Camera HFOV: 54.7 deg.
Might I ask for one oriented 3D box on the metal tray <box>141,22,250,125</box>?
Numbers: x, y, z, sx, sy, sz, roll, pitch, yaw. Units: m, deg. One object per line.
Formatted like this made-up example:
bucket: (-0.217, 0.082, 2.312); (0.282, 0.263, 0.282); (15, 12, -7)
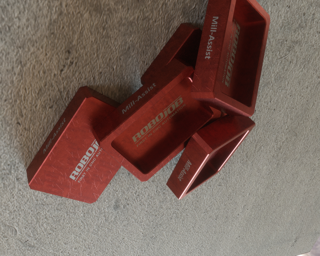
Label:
metal tray: (0.051, -0.059, 0.398); (0.131, 0.030, 0.090); (30, 101, -38)

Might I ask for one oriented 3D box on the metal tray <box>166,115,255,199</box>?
metal tray: (0.066, 0.038, 0.422); (0.091, 0.030, 0.129); (-27, 154, -32)

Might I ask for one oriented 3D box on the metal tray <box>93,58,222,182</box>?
metal tray: (0.000, -0.006, 0.364); (0.130, 0.030, 0.090); (-41, 130, 0)

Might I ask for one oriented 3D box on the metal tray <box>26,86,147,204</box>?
metal tray: (-0.086, 0.025, 0.373); (0.090, 0.030, 0.130); (28, 103, -38)

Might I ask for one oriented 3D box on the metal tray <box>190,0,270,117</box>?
metal tray: (0.084, -0.086, 0.356); (0.091, 0.030, 0.129); (17, 82, -46)
